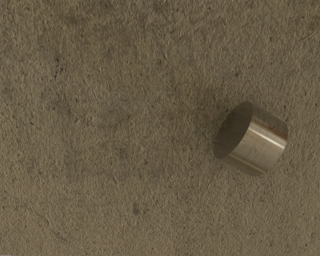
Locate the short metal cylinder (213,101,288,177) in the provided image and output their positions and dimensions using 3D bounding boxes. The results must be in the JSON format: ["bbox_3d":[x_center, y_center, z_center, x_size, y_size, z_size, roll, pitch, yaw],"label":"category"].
[{"bbox_3d":[0.111,0.014,0.386,0.050,0.080,0.080,28,108,-10],"label":"short metal cylinder"}]
